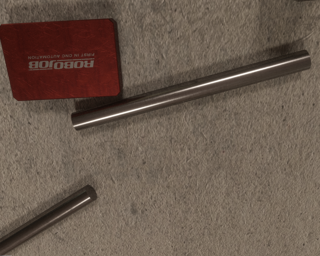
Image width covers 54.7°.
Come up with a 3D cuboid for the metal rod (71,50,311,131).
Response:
[{"bbox_3d":[0.035,-0.046,0.393,0.301,0.025,0.025,-15,110,5],"label":"metal rod"}]

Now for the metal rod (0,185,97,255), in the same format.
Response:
[{"bbox_3d":[-0.223,0.170,0.469,0.300,0.025,0.025,-32,107,10],"label":"metal rod"}]

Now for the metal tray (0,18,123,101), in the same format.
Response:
[{"bbox_3d":[-0.115,-0.083,0.375,0.131,0.030,0.089,-3,110,0],"label":"metal tray"}]
